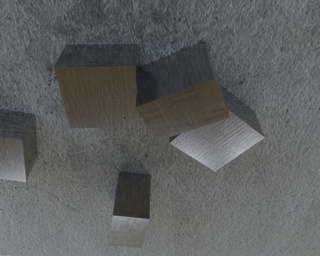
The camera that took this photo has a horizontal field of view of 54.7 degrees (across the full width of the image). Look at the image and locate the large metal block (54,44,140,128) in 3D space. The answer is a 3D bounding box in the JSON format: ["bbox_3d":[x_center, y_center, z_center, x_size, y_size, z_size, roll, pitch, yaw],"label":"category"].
[{"bbox_3d":[-0.064,-0.046,0.350,0.080,0.050,0.079,-1,130,0],"label":"large metal block"}]

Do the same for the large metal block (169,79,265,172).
[{"bbox_3d":[0.068,-0.001,0.390,0.080,0.050,0.080,33,123,-25],"label":"large metal block"}]

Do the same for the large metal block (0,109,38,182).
[{"bbox_3d":[-0.212,0.021,0.407,0.081,0.050,0.079,9,130,-8],"label":"large metal block"}]

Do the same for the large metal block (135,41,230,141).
[{"bbox_3d":[0.023,-0.041,0.336,0.080,0.080,0.050,-19,128,15],"label":"large metal block"}]

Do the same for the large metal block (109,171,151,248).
[{"bbox_3d":[-0.046,0.125,0.477,0.050,0.080,0.079,8,130,-7],"label":"large metal block"}]
